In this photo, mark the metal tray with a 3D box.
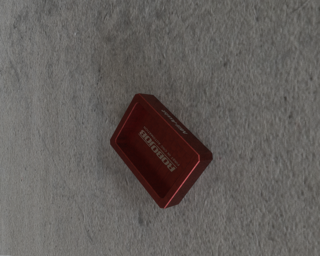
[{"bbox_3d":[-0.004,0.027,0.406,0.130,0.030,0.090,47,118,30],"label":"metal tray"}]
